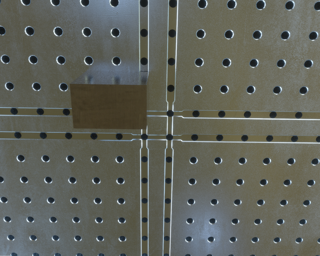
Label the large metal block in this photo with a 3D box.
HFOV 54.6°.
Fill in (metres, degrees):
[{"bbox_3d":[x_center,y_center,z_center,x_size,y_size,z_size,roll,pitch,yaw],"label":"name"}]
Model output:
[{"bbox_3d":[-0.054,-0.036,0.370,0.080,0.080,0.050,1,110,0],"label":"large metal block"}]
